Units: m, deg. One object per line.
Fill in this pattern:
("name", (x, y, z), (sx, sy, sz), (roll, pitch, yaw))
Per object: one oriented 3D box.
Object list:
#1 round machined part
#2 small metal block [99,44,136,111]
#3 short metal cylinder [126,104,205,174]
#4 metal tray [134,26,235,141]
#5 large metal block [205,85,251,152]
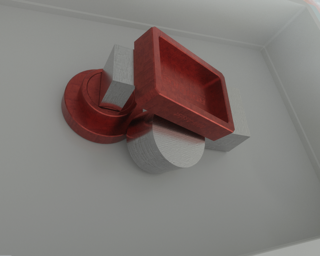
("round machined part", (-0.066, -0.033, 0.378), (0.099, 0.042, 0.098), (14, 56, -21))
("small metal block", (-0.047, -0.055, 0.343), (0.025, 0.050, 0.050), (12, 57, -22))
("short metal cylinder", (0.008, 0.012, 0.371), (0.081, 0.050, 0.080), (15, 66, -36))
("metal tray", (0.030, -0.047, 0.356), (0.131, 0.030, 0.090), (23, 51, -39))
("large metal block", (0.072, -0.017, 0.437), (0.081, 0.050, 0.080), (9, 58, -24))
